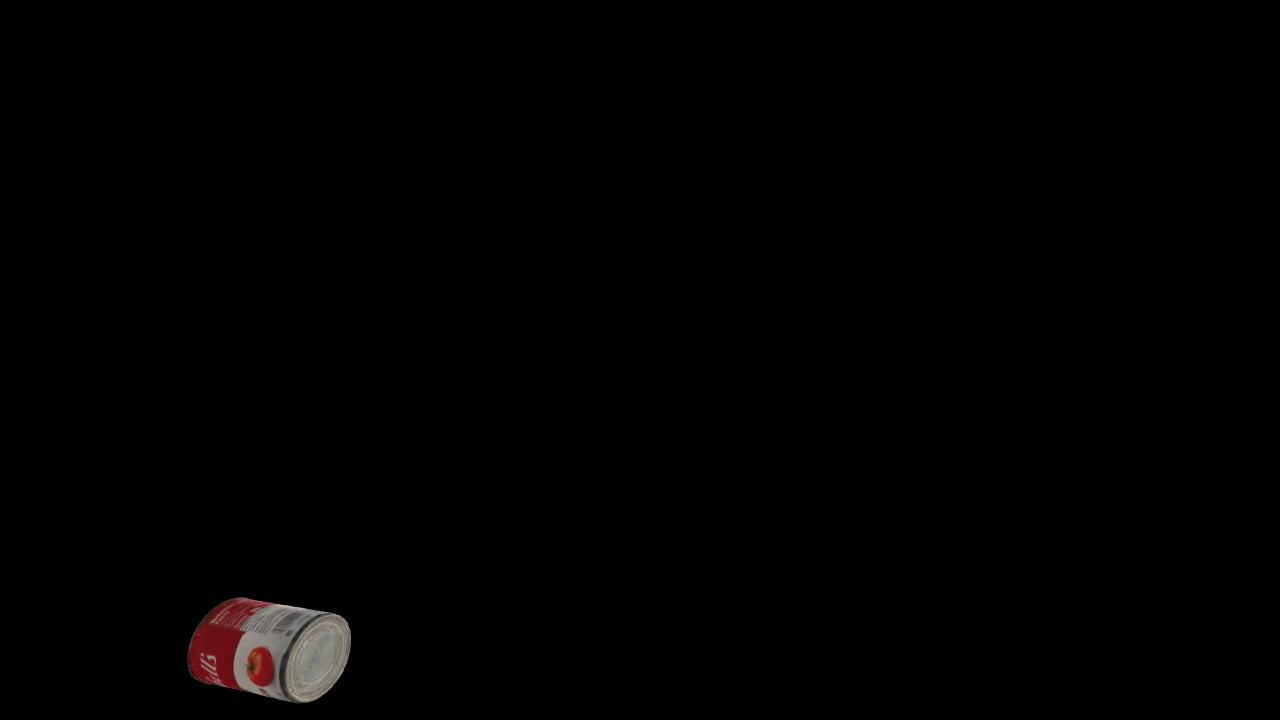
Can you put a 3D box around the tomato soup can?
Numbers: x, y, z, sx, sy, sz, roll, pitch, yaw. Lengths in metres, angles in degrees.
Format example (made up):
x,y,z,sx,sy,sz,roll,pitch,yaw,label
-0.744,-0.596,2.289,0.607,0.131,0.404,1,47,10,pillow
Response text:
x,y,z,sx,sy,sz,roll,pitch,yaw,label
-0.298,0.234,0.500,0.101,0.068,0.068,0,0,18,tomato soup can
